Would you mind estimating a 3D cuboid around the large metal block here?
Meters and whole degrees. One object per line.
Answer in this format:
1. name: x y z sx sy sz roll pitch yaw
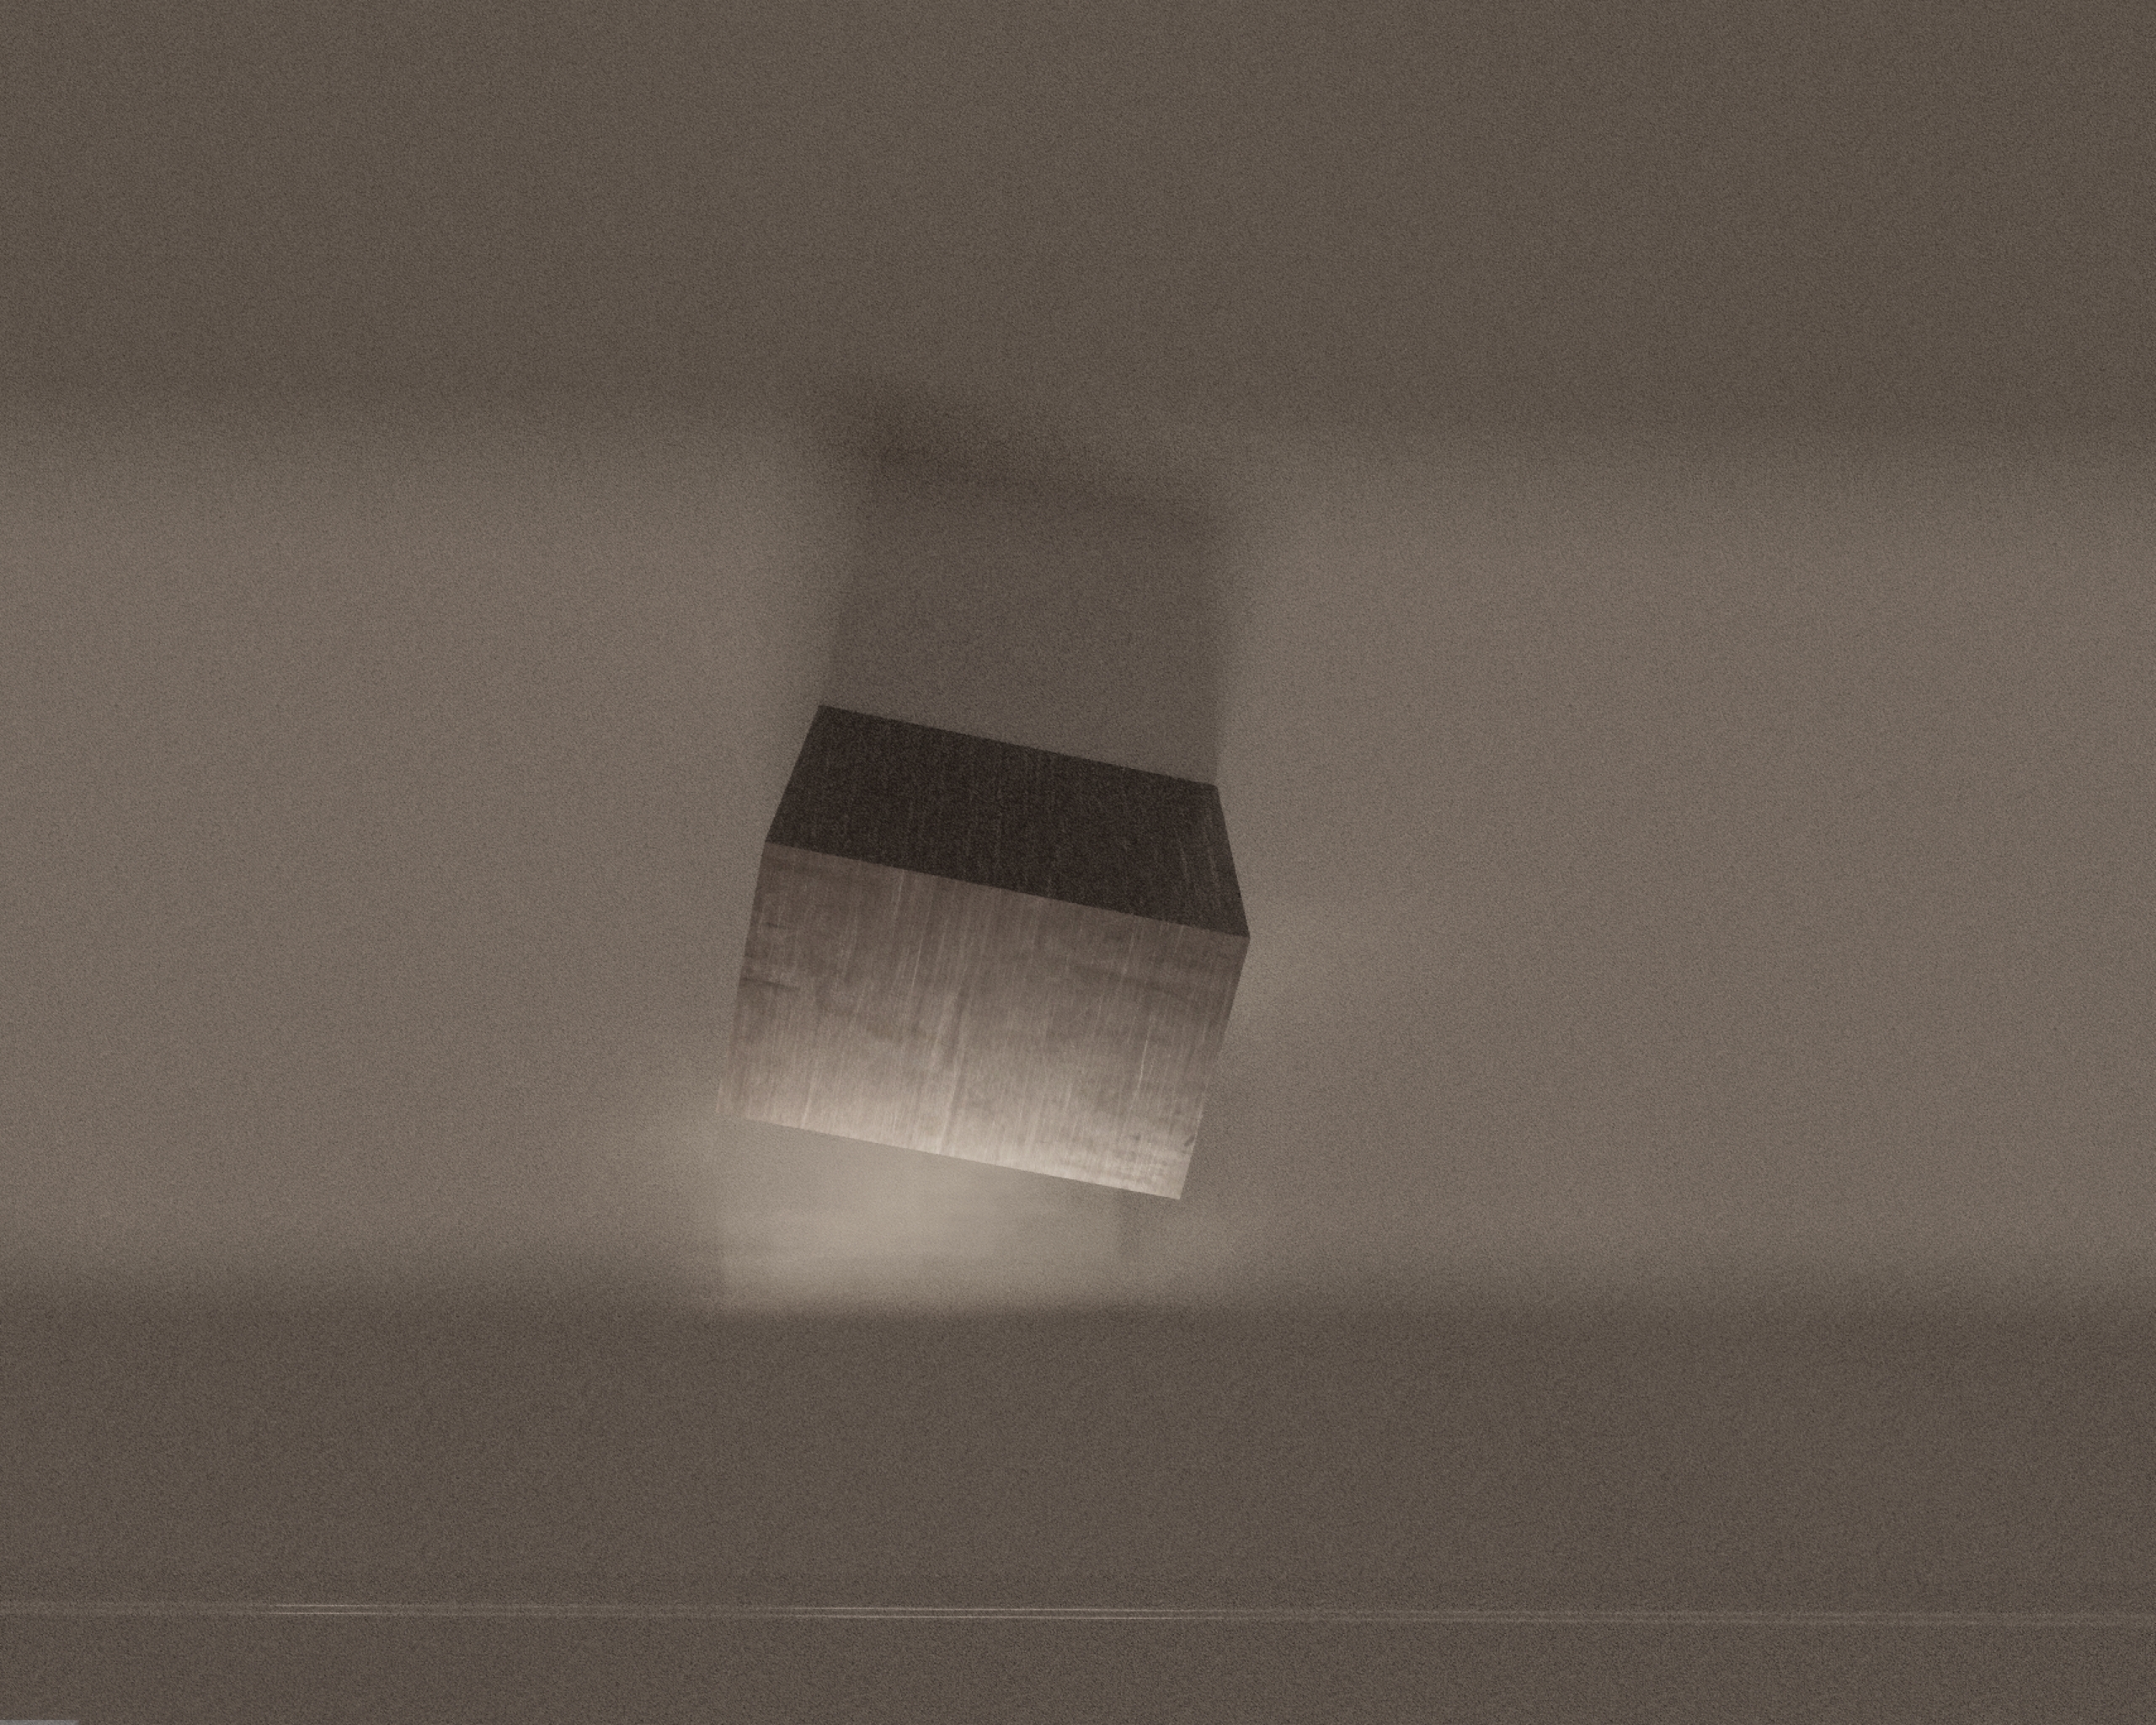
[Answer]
1. large metal block: -0.017 0.013 0.384 0.081 0.080 0.050 11 110 -5
